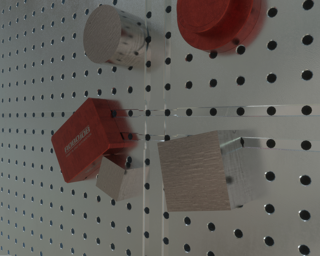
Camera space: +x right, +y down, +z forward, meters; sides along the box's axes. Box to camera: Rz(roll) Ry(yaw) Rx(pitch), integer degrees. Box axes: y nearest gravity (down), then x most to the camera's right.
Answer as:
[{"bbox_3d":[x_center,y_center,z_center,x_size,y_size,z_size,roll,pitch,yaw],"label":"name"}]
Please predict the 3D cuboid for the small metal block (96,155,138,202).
[{"bbox_3d":[-0.065,0.073,0.461,0.050,0.025,0.050,25,106,37],"label":"small metal block"}]

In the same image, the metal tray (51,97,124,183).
[{"bbox_3d":[-0.122,0.022,0.504,0.130,0.030,0.090,-38,67,33],"label":"metal tray"}]

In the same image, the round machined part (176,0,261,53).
[{"bbox_3d":[0.058,-0.137,0.349,0.098,0.042,0.097,0,90,39],"label":"round machined part"}]

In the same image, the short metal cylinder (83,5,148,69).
[{"bbox_3d":[-0.065,-0.129,0.444,0.080,0.050,0.079,0,90,39],"label":"short metal cylinder"}]

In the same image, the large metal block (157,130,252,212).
[{"bbox_3d":[0.049,0.049,0.351,0.080,0.050,0.080,-14,81,39],"label":"large metal block"}]
